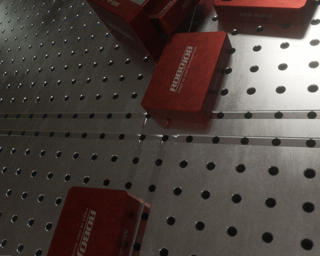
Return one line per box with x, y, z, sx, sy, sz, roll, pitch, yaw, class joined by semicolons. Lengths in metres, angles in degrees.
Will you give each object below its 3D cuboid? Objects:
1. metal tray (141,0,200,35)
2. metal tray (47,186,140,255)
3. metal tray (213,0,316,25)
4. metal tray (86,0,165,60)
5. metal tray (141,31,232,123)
0.019;-0.205;0.499;0.090;0.030;0.130;19;65;48;metal tray
-0.083;0.137;0.363;0.090;0.030;0.130;-1;61;27;metal tray
0.154;-0.195;0.443;0.130;0.030;0.090;18;71;34;metal tray
-0.055;-0.168;0.496;0.030;0.090;0.130;-47;52;-4;metal tray
0.038;-0.073;0.429;0.090;0.030;0.130;8;65;31;metal tray
